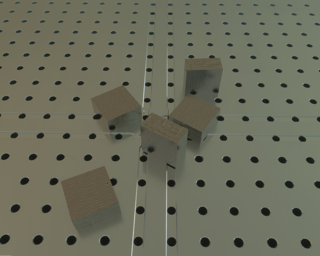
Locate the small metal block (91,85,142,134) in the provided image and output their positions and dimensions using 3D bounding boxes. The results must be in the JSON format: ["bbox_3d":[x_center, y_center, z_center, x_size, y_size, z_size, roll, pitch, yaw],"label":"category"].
[{"bbox_3d":[-0.060,-0.027,0.430,0.050,0.025,0.050,-27,55,-21],"label":"small metal block"}]

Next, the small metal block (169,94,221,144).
[{"bbox_3d":[0.046,-0.013,0.419,0.050,0.025,0.050,28,55,21],"label":"small metal block"}]

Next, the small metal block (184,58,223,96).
[{"bbox_3d":[0.061,-0.074,0.454,0.050,0.050,0.025,-2,50,-2],"label":"small metal block"}]

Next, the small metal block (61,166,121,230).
[{"bbox_3d":[-0.076,0.076,0.343,0.050,0.025,0.050,-19,53,-15],"label":"small metal block"}]

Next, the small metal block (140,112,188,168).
[{"bbox_3d":[0.005,0.015,0.379,0.050,0.050,0.025,26,55,20],"label":"small metal block"}]
